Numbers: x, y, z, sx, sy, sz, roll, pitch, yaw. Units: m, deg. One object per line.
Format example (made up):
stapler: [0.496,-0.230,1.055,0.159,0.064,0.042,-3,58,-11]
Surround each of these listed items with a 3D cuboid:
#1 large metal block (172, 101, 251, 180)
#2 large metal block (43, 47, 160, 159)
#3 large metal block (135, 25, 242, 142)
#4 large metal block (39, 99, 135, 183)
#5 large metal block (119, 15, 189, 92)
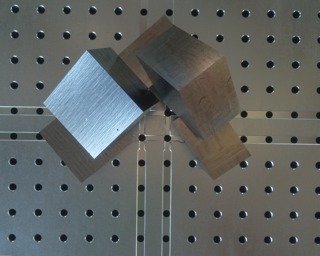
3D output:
large metal block: [0.058,0.011,0.385,0.050,0.080,0.080,-34,90,0]
large metal block: [-0.062,-0.028,0.334,0.080,0.050,0.080,-42,91,25]
large metal block: [0.030,-0.046,0.315,0.050,0.080,0.080,-39,48,-5]
large metal block: [-0.090,0.011,0.399,0.080,0.050,0.080,-39,91,0]
large metal block: [-0.009,-0.082,0.384,0.080,0.080,0.050,-41,91,0]
